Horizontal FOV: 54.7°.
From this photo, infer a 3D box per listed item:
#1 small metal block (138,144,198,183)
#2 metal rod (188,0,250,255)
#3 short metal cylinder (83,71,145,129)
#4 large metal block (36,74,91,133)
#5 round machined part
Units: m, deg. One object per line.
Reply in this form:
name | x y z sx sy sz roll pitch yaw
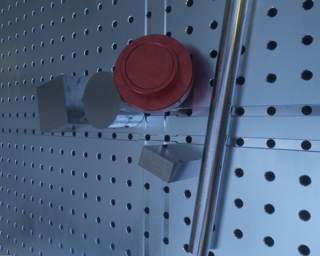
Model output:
small metal block | 0.010 0.042 0.383 0.050 0.050 0.025 26 107 36
metal rod | 0.066 0.000 0.353 0.025 0.025 0.298 13 98 39
short metal cylinder | -0.065 -0.038 0.444 0.080 0.050 0.079 1 91 40
large metal block | -0.161 -0.038 0.523 0.080 0.050 0.080 -14 81 39
round machined part | -0.009 -0.069 0.376 0.098 0.042 0.097 -1 81 9
